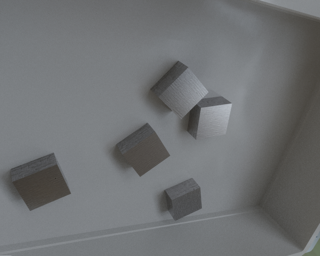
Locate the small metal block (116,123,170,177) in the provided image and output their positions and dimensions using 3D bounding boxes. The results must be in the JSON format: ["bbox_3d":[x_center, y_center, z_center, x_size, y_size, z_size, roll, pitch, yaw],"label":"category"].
[{"bbox_3d":[-0.022,0.030,0.415,0.050,0.025,0.050,-35,129,-5],"label":"small metal block"}]

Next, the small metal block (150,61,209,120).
[{"bbox_3d":[0.025,-0.047,0.393,0.050,0.025,0.050,-45,129,3],"label":"small metal block"}]

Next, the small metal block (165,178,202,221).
[{"bbox_3d":[0.038,0.115,0.501,0.050,0.025,0.050,-20,126,-16],"label":"small metal block"}]

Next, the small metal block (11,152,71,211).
[{"bbox_3d":[-0.141,0.064,0.371,0.050,0.025,0.050,-22,127,-15],"label":"small metal block"}]

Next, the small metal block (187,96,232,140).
[{"bbox_3d":[0.069,-0.015,0.437,0.050,0.025,0.050,-9,123,-24],"label":"small metal block"}]
